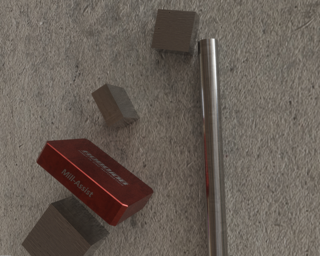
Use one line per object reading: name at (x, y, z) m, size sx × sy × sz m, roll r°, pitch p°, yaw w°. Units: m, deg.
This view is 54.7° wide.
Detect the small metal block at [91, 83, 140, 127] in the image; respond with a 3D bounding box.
small metal block at (-0.058, -0.029, 0.415) m, size 0.025 × 0.050 × 0.050 m, roll -31°, pitch 80°, yaw 17°

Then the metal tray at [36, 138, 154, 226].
metal tray at (-0.081, 0.063, 0.401) m, size 0.130 × 0.090 × 0.030 m, roll 35°, pitch 101°, yaw 16°

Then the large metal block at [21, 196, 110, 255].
large metal block at (-0.134, 0.158, 0.441) m, size 0.080 × 0.050 × 0.080 m, roll 41°, pitch 102°, yaw 15°

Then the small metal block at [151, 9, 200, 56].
small metal block at (0.021, -0.123, 0.401) m, size 0.050 × 0.025 × 0.050 m, roll 12°, pitch 94°, yaw 19°

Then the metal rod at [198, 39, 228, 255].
metal rod at (0.066, 0.041, 0.385) m, size 0.025 × 0.025 × 0.298 m, roll -3°, pitch 89°, yaw 19°
